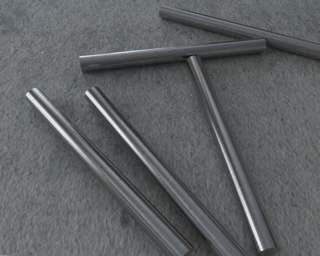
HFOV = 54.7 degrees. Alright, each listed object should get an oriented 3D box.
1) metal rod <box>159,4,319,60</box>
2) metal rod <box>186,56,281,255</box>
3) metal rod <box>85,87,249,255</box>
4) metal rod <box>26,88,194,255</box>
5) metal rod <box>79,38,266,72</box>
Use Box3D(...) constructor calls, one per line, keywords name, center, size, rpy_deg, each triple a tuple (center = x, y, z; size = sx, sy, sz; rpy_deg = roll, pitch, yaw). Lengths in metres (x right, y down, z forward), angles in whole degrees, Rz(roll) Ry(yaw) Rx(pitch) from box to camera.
Box3D(name="metal rod", center=(0.139, -0.172, 0.549), size=(0.301, 0.025, 0.025), rpy_deg=(21, 53, 16))
Box3D(name="metal rod", center=(0.080, 0.008, 0.397), size=(0.025, 0.025, 0.300), rpy_deg=(-8, 50, -7))
Box3D(name="metal rod", center=(-0.007, 0.044, 0.365), size=(0.025, 0.025, 0.300), rpy_deg=(-29, 56, -23))
Box3D(name="metal rod", center=(-0.077, 0.039, 0.369), size=(0.025, 0.025, 0.300), rpy_deg=(-35, 59, -26))
Box3D(name="metal rod", center=(0.025, -0.120, 0.504), size=(0.302, 0.025, 0.025), rpy_deg=(-8, 51, -7))
